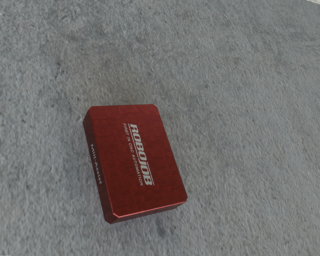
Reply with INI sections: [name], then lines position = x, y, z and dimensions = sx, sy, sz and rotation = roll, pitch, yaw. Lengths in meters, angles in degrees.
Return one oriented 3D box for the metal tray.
[metal tray]
position = -0.031, 0.036, 0.362
dimensions = 0.091, 0.030, 0.130
rotation = -5, 64, -30
